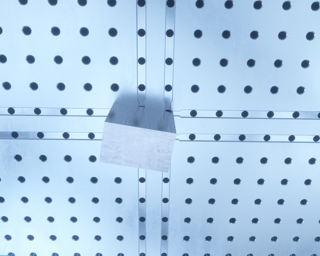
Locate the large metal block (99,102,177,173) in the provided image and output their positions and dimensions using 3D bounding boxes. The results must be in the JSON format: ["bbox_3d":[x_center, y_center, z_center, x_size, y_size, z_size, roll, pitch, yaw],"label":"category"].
[{"bbox_3d":[-0.026,0.009,0.387,0.081,0.080,0.050,9,110,-4],"label":"large metal block"}]
